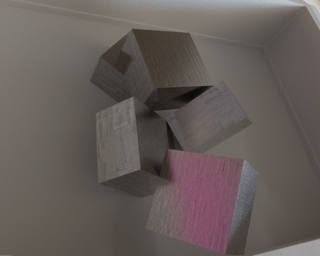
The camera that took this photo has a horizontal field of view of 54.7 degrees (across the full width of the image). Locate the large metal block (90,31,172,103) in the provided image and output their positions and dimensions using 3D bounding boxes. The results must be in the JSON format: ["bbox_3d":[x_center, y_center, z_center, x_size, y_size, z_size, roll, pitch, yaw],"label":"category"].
[{"bbox_3d":[-0.033,-0.075,0.419,0.080,0.050,0.080,38,51,-3],"label":"large metal block"}]

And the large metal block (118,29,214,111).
[{"bbox_3d":[0.005,-0.069,0.372,0.081,0.050,0.080,-7,66,-32],"label":"large metal block"}]

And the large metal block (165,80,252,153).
[{"bbox_3d":[0.065,-0.009,0.392,0.050,0.080,0.080,61,16,15],"label":"large metal block"}]

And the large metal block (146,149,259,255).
[{"bbox_3d":[0.042,0.070,0.301,0.050,0.080,0.080,34,66,-52],"label":"large metal block"}]

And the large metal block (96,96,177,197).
[{"bbox_3d":[-0.023,0.024,0.340,0.080,0.050,0.080,34,41,-52],"label":"large metal block"}]
